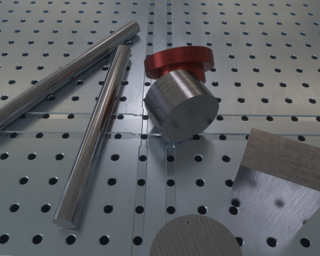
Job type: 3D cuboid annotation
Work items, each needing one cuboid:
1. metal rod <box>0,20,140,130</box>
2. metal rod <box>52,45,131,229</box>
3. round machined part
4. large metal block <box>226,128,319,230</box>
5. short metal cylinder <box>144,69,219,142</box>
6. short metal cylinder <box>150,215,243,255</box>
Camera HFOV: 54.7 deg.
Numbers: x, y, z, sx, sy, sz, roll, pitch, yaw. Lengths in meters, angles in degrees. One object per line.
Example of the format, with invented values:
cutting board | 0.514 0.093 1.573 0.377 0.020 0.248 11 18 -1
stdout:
metal rod | -0.136 -0.091 0.483 0.025 0.025 0.301 30 56 23
metal rod | -0.080 -0.014 0.418 0.025 0.025 0.300 6 50 5
round machined part | 0.029 -0.080 0.440 0.099 0.098 0.042 -8 87 -7
large metal block | 0.122 0.055 0.327 0.080 0.080 0.050 18 53 14
short metal cylinder | 0.027 -0.027 0.395 0.081 0.080 0.050 -20 53 -16
short metal cylinder | 0.031 0.128 0.284 0.080 0.050 0.080 0 50 0
